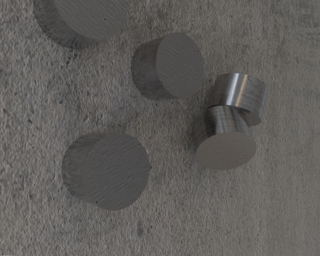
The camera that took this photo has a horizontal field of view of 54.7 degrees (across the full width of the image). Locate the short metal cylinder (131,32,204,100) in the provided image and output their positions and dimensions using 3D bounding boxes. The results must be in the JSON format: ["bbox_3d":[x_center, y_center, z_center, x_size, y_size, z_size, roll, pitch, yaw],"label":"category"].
[{"bbox_3d":[0.010,-0.076,0.397,0.081,0.050,0.080,0,90,-40],"label":"short metal cylinder"}]

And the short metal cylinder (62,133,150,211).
[{"bbox_3d":[-0.059,0.045,0.339,0.081,0.050,0.080,0,90,-40],"label":"short metal cylinder"}]

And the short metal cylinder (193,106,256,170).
[{"bbox_3d":[0.088,0.015,0.433,0.080,0.080,0.050,38,33,-34],"label":"short metal cylinder"}]

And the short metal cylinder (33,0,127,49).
[{"bbox_3d":[-0.082,-0.126,0.320,0.081,0.050,0.080,0,90,-40],"label":"short metal cylinder"}]

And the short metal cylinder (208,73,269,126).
[{"bbox_3d":[0.117,-0.041,0.467,0.080,0.080,0.050,28,72,-37],"label":"short metal cylinder"}]
